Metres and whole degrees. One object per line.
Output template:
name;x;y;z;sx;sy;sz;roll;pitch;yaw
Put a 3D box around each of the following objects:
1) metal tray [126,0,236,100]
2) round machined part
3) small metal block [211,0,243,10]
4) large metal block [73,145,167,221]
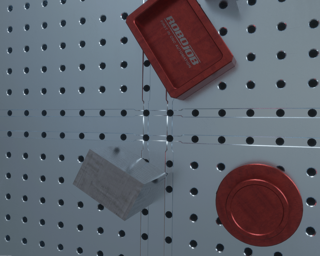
metal tray;0.025;-0.113;0.400;0.090;0.030;0.130;-33;80;17
round machined part;0.114;0.091;0.363;0.098;0.042;0.097;0;90;20
small metal block;0.075;-0.171;0.373;0.050;0.050;0.025;27;99;18
large metal block;-0.049;0.066;0.400;0.080;0.080;0.050;30;100;17
